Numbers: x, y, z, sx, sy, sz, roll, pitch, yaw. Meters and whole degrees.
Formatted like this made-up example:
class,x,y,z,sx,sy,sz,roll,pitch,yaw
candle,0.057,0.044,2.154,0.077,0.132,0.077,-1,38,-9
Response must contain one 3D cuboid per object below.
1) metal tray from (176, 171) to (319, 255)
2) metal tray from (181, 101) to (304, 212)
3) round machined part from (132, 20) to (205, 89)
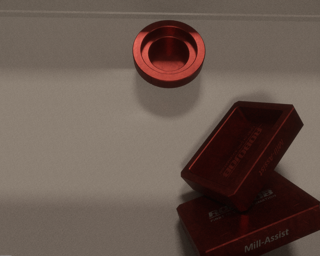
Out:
class,x,y,z,sx,sy,sz,roll,pitch,yaw
metal tray,0.093,0.097,0.340,0.131,0.090,0.030,-19,108,-7
metal tray,0.095,0.026,0.367,0.130,0.090,0.030,-50,119,-17
round machined part,0.012,-0.099,0.437,0.099,0.042,0.098,0,70,-1
